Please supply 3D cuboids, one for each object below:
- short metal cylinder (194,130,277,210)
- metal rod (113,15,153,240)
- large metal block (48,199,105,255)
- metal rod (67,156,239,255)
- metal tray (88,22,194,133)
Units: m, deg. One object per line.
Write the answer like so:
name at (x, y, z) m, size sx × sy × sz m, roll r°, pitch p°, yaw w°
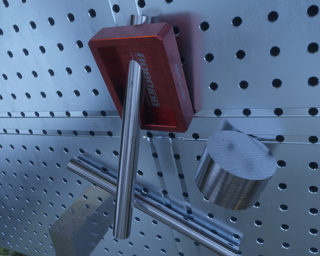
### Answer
short metal cylinder at (0.086, 0.047, 0.360) m, size 0.080 × 0.080 × 0.050 m, roll 24°, pitch 127°, yaw 13°
metal rod at (-0.038, 0.014, 0.396) m, size 0.025 × 0.025 × 0.298 m, roll 15°, pitch 111°, yaw 20°
large metal block at (-0.152, 0.195, 0.576) m, size 0.050 × 0.080 × 0.079 m, roll 12°, pitch 123°, yaw 22°
metal rod at (-0.018, 0.125, 0.498) m, size 0.301 × 0.025 × 0.025 m, roll 27°, pitch 128°, yaw 11°
metal tray at (-0.018, -0.054, 0.364) m, size 0.090 × 0.030 × 0.129 m, roll 4°, pitch 134°, yaw 26°
